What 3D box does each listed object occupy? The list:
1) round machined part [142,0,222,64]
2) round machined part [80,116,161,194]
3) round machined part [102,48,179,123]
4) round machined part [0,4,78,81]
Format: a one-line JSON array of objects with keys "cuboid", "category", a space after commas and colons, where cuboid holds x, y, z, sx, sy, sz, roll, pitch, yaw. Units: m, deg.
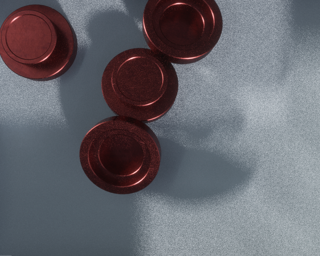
[{"cuboid": [0.026, -0.128, 0.397, 0.099, 0.042, 0.097, 1, 82, -6], "category": "round machined part"}, {"cuboid": [-0.047, 0.031, 0.393, 0.099, 0.042, 0.097, 1, 108, 5], "category": "round machined part"}, {"cuboid": [-0.025, -0.057, 0.395, 0.099, 0.042, 0.097, 0, 81, -3], "category": "round machined part"}, {"cuboid": [-0.161, -0.112, 0.401, 0.099, 0.042, 0.097, 0, 90, 0], "category": "round machined part"}]
